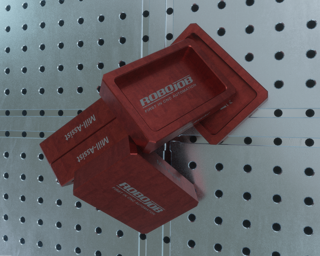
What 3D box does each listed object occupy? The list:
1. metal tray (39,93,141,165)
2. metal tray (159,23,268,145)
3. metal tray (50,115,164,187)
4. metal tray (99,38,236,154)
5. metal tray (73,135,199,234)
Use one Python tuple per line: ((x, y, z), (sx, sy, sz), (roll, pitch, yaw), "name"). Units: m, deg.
((-0.078, 0.000, 0.404), (0.130, 0.090, 0.030), (-34, 79, 16), "metal tray")
((0.057, -0.054, 0.388), (0.090, 0.030, 0.130), (-45, 77, 14), "metal tray")
((-0.062, 0.025, 0.397), (0.130, 0.090, 0.030), (-34, 79, 16), "metal tray")
((0.011, -0.041, 0.348), (0.131, 0.030, 0.090), (-31, 76, -29), "metal tray")
((-0.026, 0.074, 0.371), (0.090, 0.130, 0.030), (-34, 38, 17), "metal tray")
